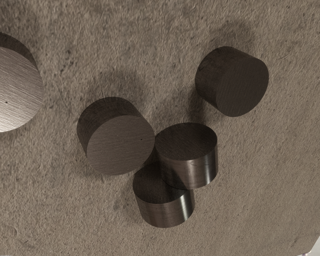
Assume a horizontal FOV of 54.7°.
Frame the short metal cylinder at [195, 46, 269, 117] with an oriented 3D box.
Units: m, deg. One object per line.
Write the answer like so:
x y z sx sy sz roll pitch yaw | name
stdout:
0.093 -0.061 0.406 0.081 0.050 0.079 -14 125 -21 | short metal cylinder

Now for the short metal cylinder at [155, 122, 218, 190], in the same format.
0.037 0.036 0.415 0.081 0.080 0.050 -21 127 -16 | short metal cylinder

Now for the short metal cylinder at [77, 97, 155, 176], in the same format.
-0.053 0.009 0.369 0.081 0.050 0.079 -14 125 -21 | short metal cylinder

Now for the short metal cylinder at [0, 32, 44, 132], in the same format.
-0.152 -0.043 0.282 0.081 0.050 0.079 -14 125 -21 | short metal cylinder

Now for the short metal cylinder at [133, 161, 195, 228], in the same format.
0.006 0.091 0.433 0.081 0.080 0.050 -22 127 -15 | short metal cylinder
